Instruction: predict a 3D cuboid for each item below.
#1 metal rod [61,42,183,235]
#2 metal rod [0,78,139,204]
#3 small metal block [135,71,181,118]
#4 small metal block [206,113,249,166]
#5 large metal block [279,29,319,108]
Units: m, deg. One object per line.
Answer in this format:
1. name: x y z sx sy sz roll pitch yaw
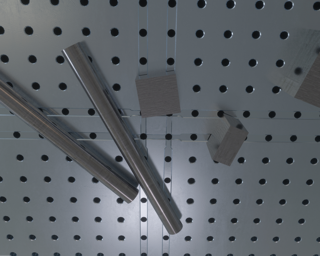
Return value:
1. metal rod: -0.043 0.027 0.422 0.025 0.025 0.299 -25 109 9
2. metal rod: -0.148 0.002 0.412 0.300 0.025 0.025 42 105 -14
3. small metal block: -0.002 -0.043 0.397 0.050 0.025 0.050 -8 110 3
4. small metal block: 0.087 0.014 0.406 0.025 0.050 0.050 22 109 -8
5. large metal block: 0.209 -0.065 0.378 0.080 0.050 0.079 20 109 -8
